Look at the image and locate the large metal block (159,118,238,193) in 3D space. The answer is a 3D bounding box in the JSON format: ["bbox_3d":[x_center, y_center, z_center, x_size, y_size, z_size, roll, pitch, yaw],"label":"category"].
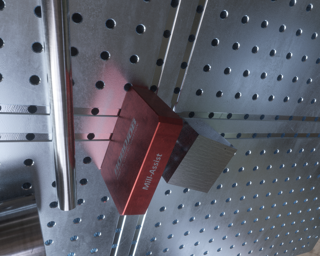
[{"bbox_3d":[0.050,0.041,0.447,0.080,0.050,0.080,21,107,-36],"label":"large metal block"}]

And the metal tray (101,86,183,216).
[{"bbox_3d":[-0.028,0.027,0.370,0.030,0.090,0.129,8,114,-32],"label":"metal tray"}]

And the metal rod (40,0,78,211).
[{"bbox_3d":[-0.107,-0.030,0.334,0.025,0.025,0.298,-8,122,-24],"label":"metal rod"}]

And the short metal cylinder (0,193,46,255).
[{"bbox_3d":[-0.165,0.121,0.360,0.050,0.080,0.079,-11,123,-23],"label":"short metal cylinder"}]
